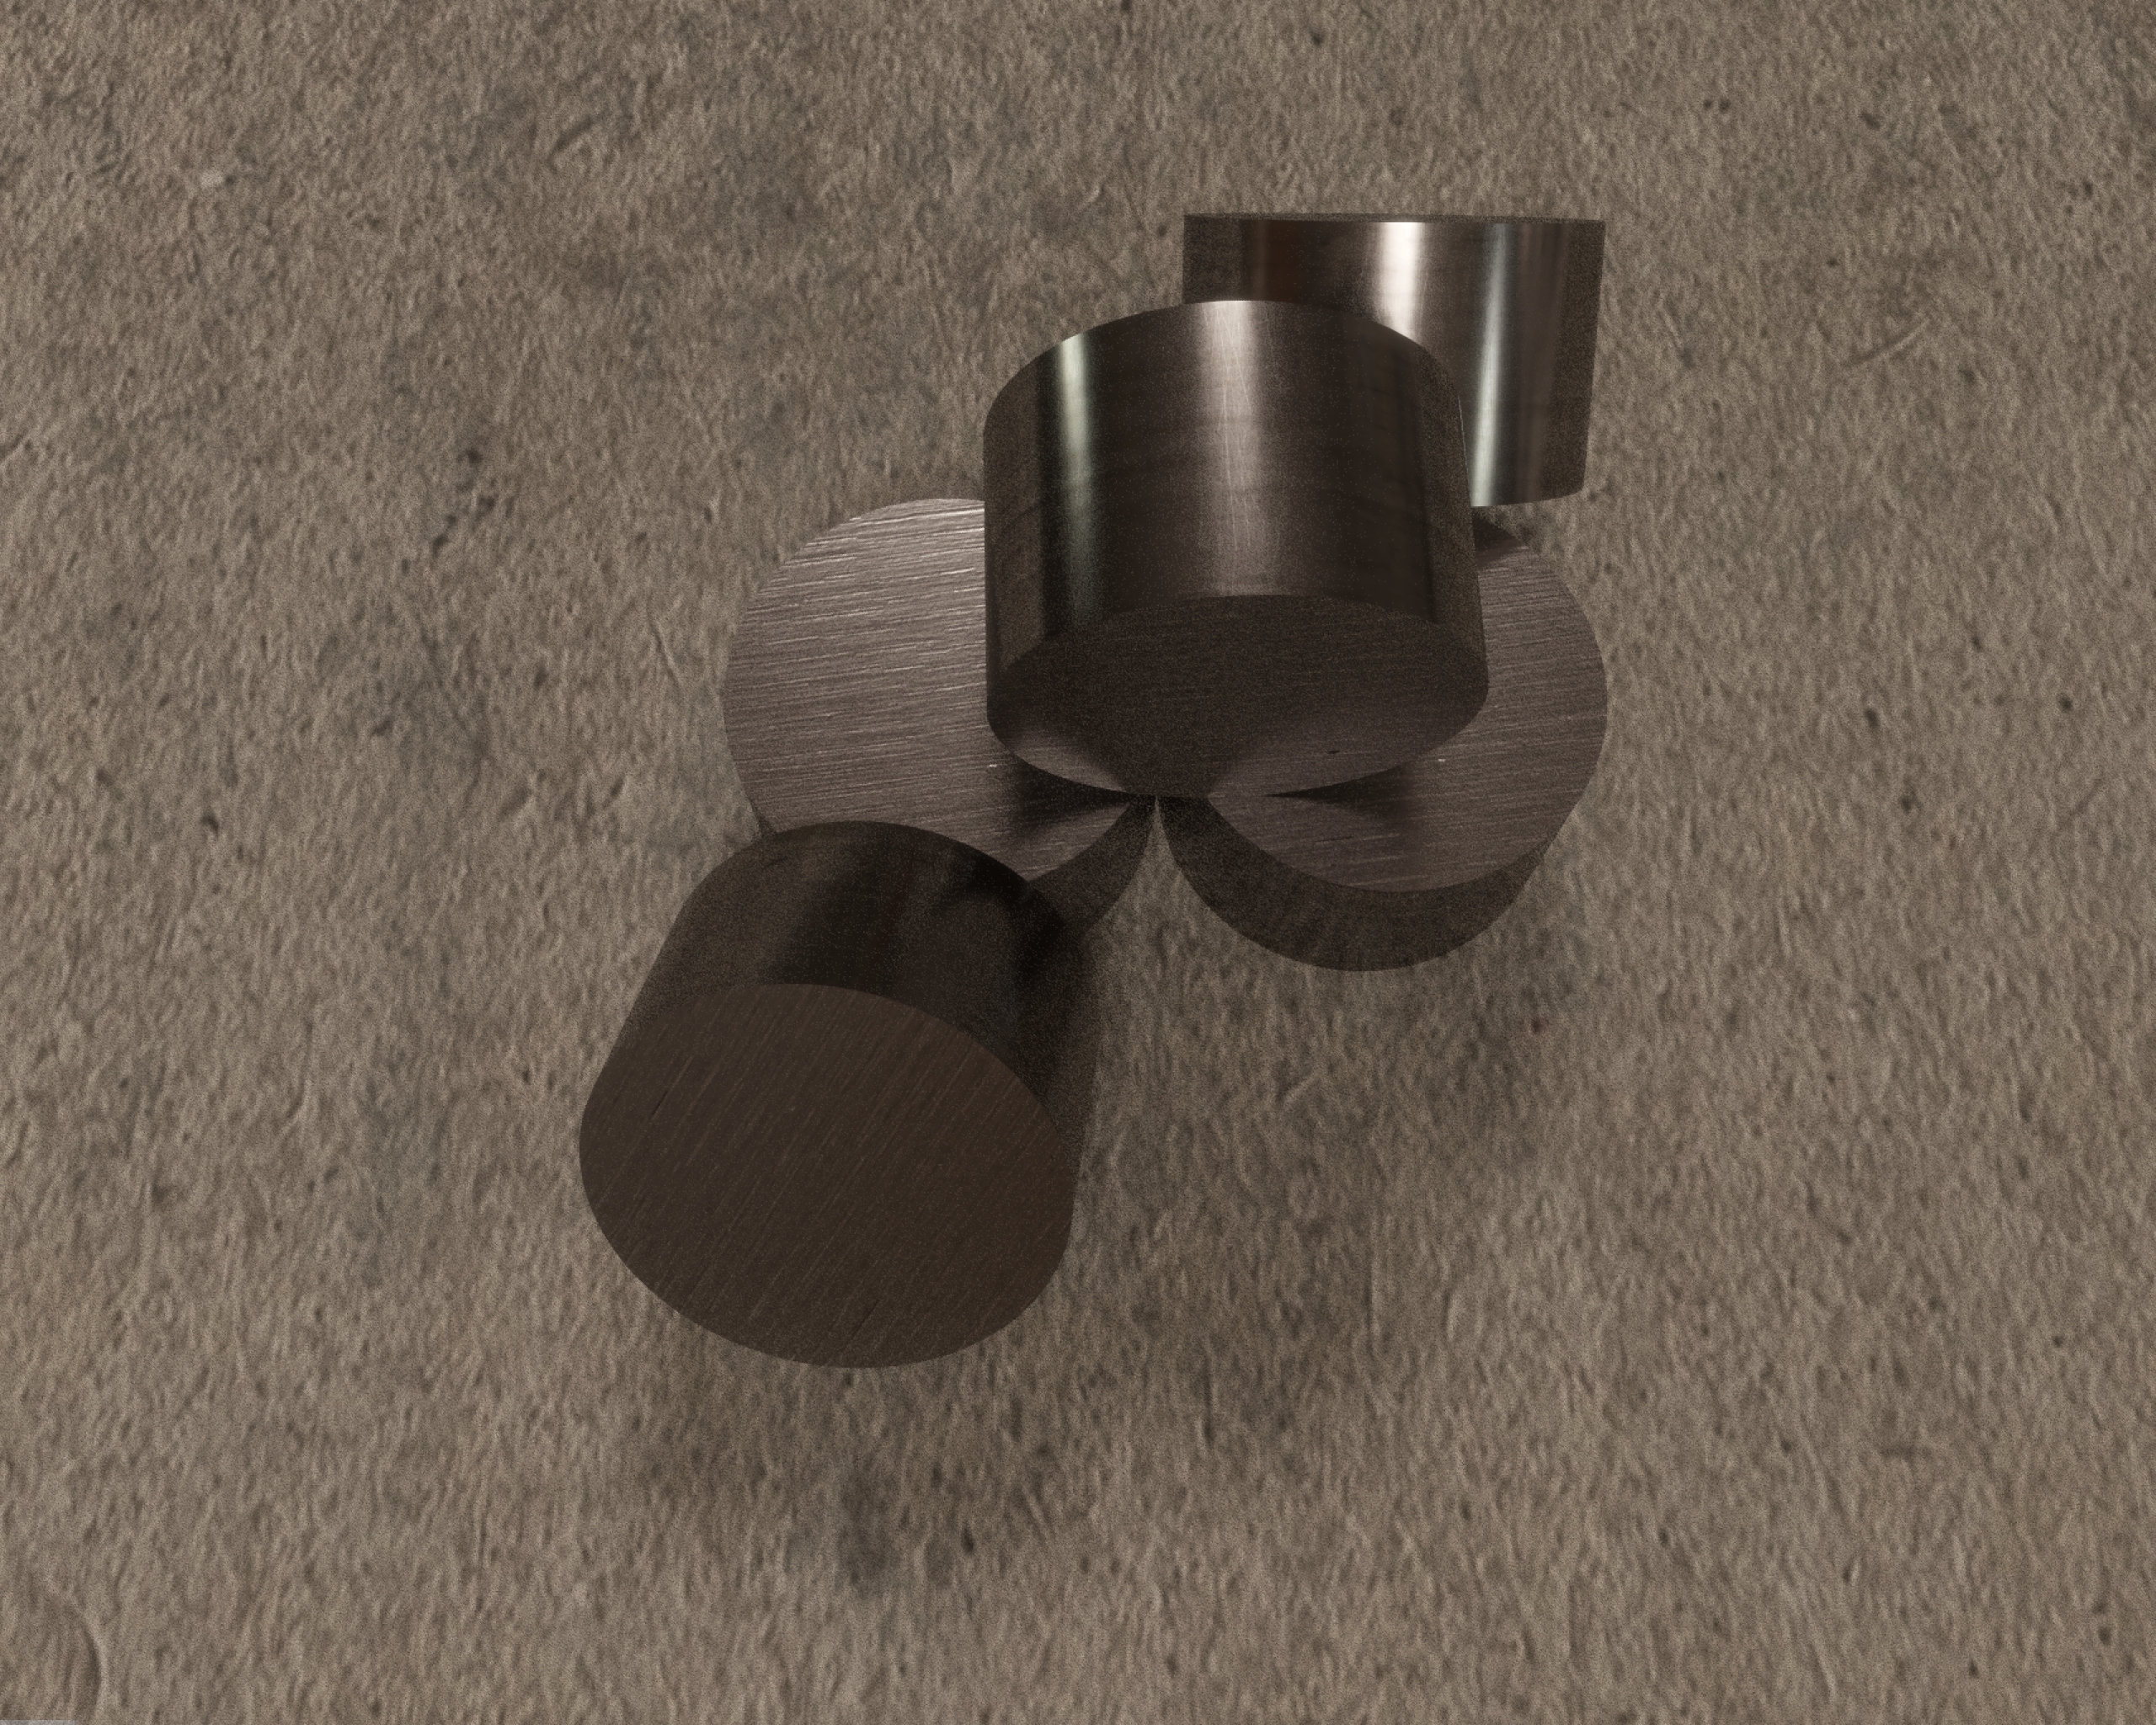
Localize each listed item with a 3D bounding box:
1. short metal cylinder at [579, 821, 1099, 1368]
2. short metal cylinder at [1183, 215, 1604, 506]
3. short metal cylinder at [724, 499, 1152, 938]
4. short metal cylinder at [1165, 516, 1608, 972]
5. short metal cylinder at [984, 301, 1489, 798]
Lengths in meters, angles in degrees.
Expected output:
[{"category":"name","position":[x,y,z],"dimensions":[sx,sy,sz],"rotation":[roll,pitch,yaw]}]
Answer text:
[{"category":"short metal cylinder","position":[-0.038,0.040,0.358],"dimensions":[0.080,0.079,0.050],"rotation":[7,31,2]},{"category":"short metal cylinder","position":[0.061,-0.101,0.410],"dimensions":[0.081,0.080,0.050],"rotation":[1,108,0]},{"category":"short metal cylinder","position":[-0.024,-0.023,0.403],"dimensions":[0.081,0.050,0.080],"rotation":[0,70,0]},{"category":"short metal cylinder","position":[0.057,-0.024,0.405],"dimensions":[0.081,0.050,0.080],"rotation":[0,70,0]},{"category":"short metal cylinder","position":[0.025,-0.048,0.345],"dimensions":[0.081,0.080,0.050],"rotation":[-1,70,-1]}]
